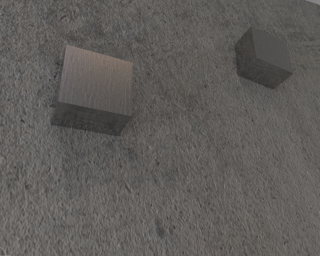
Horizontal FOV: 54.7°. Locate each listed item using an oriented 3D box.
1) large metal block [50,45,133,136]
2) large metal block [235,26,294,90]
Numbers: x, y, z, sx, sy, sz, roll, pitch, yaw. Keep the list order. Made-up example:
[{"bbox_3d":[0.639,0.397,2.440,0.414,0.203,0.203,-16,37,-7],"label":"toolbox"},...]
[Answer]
[{"bbox_3d":[-0.080,-0.043,0.371,0.081,0.050,0.080,11,57,-22],"label":"large metal block"},{"bbox_3d":[0.188,-0.128,0.566,0.081,0.050,0.080,17,55,-19],"label":"large metal block"}]
